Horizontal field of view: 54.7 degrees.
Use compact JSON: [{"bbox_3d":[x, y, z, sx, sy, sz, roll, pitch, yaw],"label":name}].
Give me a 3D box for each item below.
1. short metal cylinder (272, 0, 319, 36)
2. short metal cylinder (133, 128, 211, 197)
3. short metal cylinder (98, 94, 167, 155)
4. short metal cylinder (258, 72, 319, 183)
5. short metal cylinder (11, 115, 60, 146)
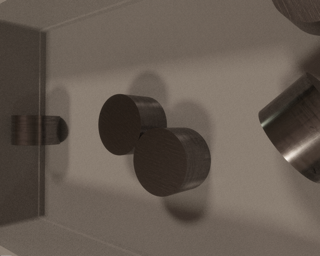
[{"bbox_3d":[0.145,-0.127,0.271,0.080,0.050,0.079,0,90,39],"label":"short metal cylinder"},{"bbox_3d":[0.014,0.039,0.377,0.080,0.050,0.079,0,90,39],"label":"short metal cylinder"},{"bbox_3d":[-0.038,-0.004,0.420,0.080,0.050,0.079,0,90,39],"label":"short metal cylinder"},{"bbox_3d":[0.131,-0.001,0.262,0.050,0.081,0.080,-46,63,30],"label":"short metal cylinder"},{"bbox_3d":[-0.219,0.004,0.548,0.080,0.081,0.050,1,91,39],"label":"short metal cylinder"}]
